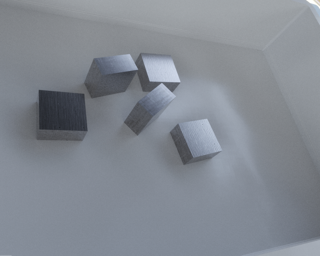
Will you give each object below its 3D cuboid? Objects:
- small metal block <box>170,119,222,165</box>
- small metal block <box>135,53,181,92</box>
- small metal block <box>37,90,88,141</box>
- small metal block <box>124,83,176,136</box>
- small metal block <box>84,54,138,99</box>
[{"bbox_3d":[0.049,0.018,0.421,0.050,0.025,0.050,-9,67,-32],"label":"small metal block"},{"bbox_3d":[-0.004,-0.081,0.452,0.050,0.025,0.050,-3,63,-30],"label":"small metal block"},{"bbox_3d":[-0.113,-0.014,0.353,0.050,0.025,0.050,3,61,-27],"label":"small metal block"},{"bbox_3d":[-0.013,-0.024,0.397,0.025,0.050,0.050,45,51,2],"label":"small metal block"},{"bbox_3d":[-0.063,-0.066,0.396,0.050,0.050,0.025,-17,71,-35],"label":"small metal block"}]
